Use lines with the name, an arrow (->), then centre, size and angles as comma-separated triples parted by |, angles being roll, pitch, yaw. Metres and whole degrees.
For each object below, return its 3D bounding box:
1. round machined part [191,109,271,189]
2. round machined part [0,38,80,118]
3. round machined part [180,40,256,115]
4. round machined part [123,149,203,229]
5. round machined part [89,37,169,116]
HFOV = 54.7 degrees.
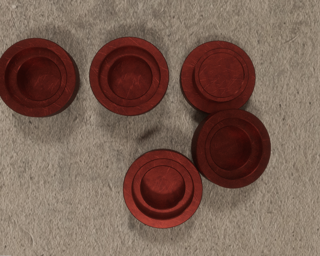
round machined part -> 0.087, 0.025, 0.397 | 0.099, 0.042, 0.097 | 0, 90, -12
round machined part -> -0.153, -0.062, 0.399 | 0.099, 0.042, 0.097 | 0, 90, -1
round machined part -> 0.076, -0.066, 0.402 | 0.099, 0.042, 0.097 | 0, 90, -1
round machined part -> 0.004, 0.075, 0.401 | 0.099, 0.042, 0.097 | 0, 91, 0
round machined part -> -0.038, -0.064, 0.401 | 0.099, 0.042, 0.097 | 0, 90, -1
